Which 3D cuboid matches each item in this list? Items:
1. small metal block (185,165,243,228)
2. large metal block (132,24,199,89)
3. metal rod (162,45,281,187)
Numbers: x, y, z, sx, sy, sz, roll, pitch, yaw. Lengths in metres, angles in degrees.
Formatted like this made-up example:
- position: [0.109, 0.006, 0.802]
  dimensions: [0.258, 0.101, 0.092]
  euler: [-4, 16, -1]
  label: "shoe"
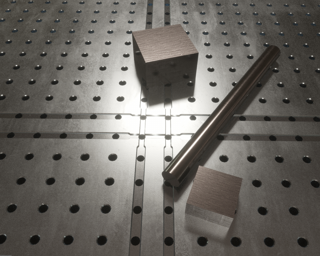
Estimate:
- position: [0.060, 0.076, 0.345]
  dimensions: [0.050, 0.025, 0.050]
  euler: [16, 52, 12]
  label: "small metal block"
- position: [0.006, -0.115, 0.488]
  dimensions: [0.081, 0.050, 0.080]
  euler: [-13, 51, -11]
  label: "large metal block"
- position: [0.100, -0.034, 0.437]
  dimensions: [0.025, 0.025, 0.301]
  euler: [29, 56, 22]
  label: "metal rod"
